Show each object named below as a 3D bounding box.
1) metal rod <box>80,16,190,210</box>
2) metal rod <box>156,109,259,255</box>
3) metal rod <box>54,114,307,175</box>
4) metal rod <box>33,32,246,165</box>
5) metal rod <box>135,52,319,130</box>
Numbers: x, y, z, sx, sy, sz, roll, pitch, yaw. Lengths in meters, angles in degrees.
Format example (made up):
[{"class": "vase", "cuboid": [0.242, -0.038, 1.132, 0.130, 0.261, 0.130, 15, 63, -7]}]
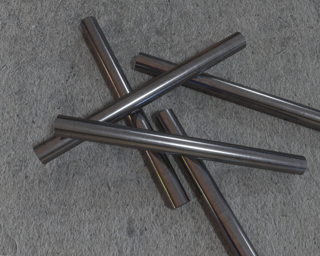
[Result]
[{"class": "metal rod", "cuboid": [-0.041, -0.032, 0.419, 0.025, 0.025, 0.299, -25, 72, -9]}, {"class": "metal rod", "cuboid": [0.076, 0.106, 0.369, 0.025, 0.025, 0.299, -27, 72, -9]}, {"class": "metal rod", "cuboid": [0.031, 0.022, 0.371, 0.302, 0.025, 0.025, 10, 70, -8]}, {"class": "metal rod", "cuboid": [-0.017, -0.044, 0.396, 0.301, 0.025, 0.025, -31, 73, -11]}, {"class": "metal rod", "cuboid": [0.110, -0.047, 0.425, 0.301, 0.025, 0.025, 19, 71, 7]}]
